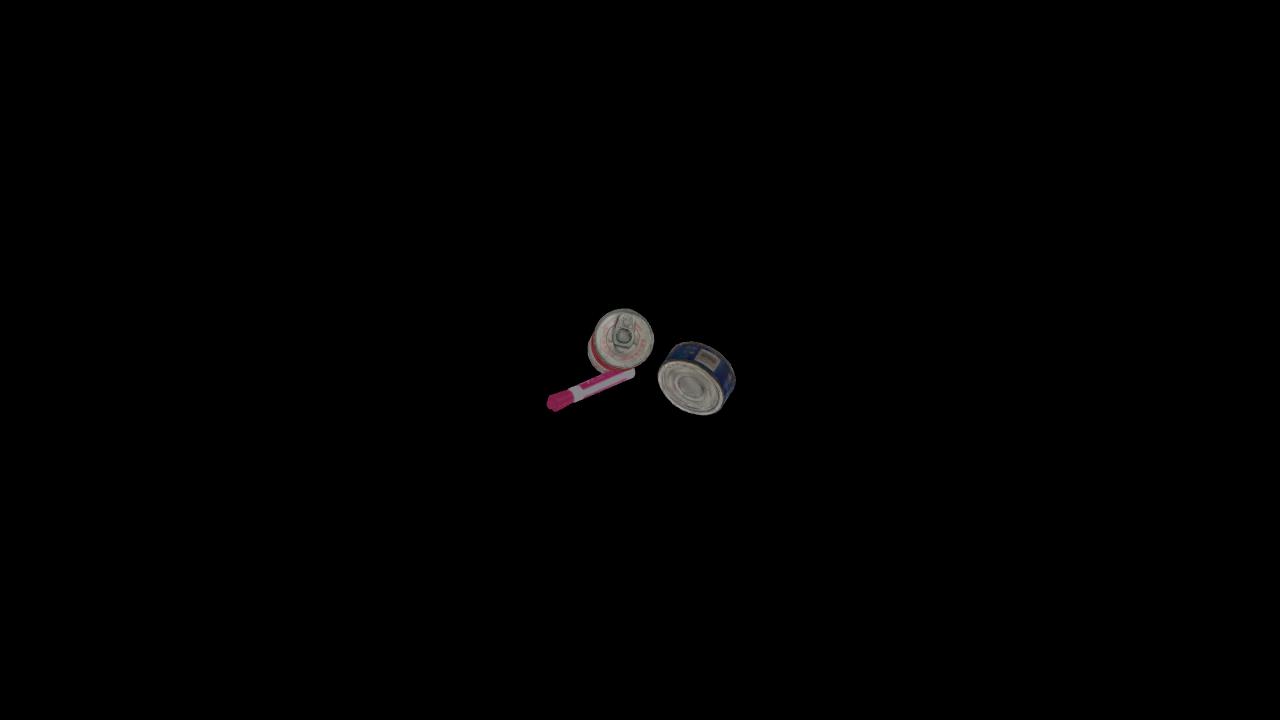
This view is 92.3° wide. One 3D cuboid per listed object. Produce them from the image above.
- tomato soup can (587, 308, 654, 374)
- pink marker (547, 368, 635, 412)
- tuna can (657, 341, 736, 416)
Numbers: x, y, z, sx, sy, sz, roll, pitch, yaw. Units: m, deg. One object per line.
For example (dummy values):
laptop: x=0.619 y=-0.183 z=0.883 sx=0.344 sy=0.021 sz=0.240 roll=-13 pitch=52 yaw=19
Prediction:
tomato soup can: x=-0.025 y=-0.017 z=0.721 sx=0.068 sy=0.068 sz=0.101 roll=0 pitch=-7 yaw=-9
pink marker: x=-0.053 y=0.030 z=0.682 sx=0.121 sy=0.020 sz=0.020 roll=-23 pitch=15 yaw=-41
tuna can: x=0.062 y=0.022 z=0.690 sx=0.084 sy=0.084 sz=0.034 roll=0 pitch=38 yaw=36
